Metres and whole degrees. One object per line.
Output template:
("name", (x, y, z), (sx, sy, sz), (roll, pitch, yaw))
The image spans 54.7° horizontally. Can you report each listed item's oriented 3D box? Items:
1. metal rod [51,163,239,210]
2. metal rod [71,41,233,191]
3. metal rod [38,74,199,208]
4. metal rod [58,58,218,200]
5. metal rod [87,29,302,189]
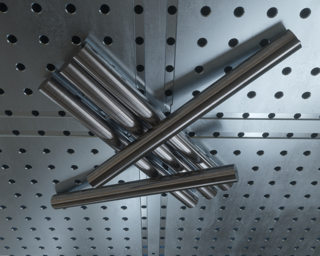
("metal rod", (-0.036, 0.091, 0.461), (0.301, 0.025, 0.025), (-13, 130, 21))
("metal rod", (0.008, 0.001, 0.413), (0.025, 0.025, 0.300), (-33, 123, 24))
("metal rod", (-0.041, 0.034, 0.440), (0.025, 0.025, 0.300), (-32, 124, 24))
("metal rod", (-0.012, 0.017, 0.425), (0.025, 0.025, 0.300), (-32, 124, 24))
("metal rod", (0.028, -0.012, 0.375), (0.300, 0.025, 0.025), (-36, 122, 16))
